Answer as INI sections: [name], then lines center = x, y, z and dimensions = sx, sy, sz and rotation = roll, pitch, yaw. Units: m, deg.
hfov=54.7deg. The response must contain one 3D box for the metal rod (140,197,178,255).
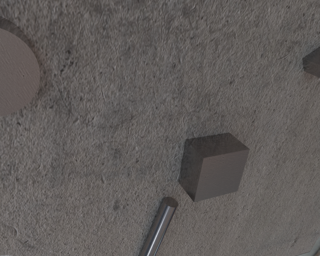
[metal rod]
center = -0.032, 0.247, 0.544
dimensions = 0.025, 0.025, 0.298
rotation = 7, 115, -32

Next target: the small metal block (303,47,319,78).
[small metal block]
center = 0.257, -0.102, 0.471
dimensions = 0.050, 0.050, 0.025
rotation = -33, 129, -7

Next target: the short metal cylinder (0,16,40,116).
[short metal cylinder]
center = -0.152, -0.056, 0.273
dimensions = 0.081, 0.050, 0.079
rotation = -14, 125, -21

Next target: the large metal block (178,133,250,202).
[large metal block]
center = 0.080, 0.058, 0.473
dimensions = 0.081, 0.050, 0.079
rotation = -8, 122, -25
